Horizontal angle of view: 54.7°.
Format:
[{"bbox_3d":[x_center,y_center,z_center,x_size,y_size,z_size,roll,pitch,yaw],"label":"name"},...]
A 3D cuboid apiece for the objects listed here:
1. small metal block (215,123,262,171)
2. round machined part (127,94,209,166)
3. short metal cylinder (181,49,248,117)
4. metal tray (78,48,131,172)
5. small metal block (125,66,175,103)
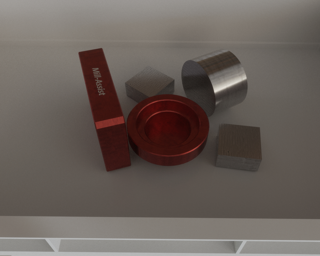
[{"bbox_3d":[0.097,0.023,0.385,0.050,0.025,0.050,6,50,7],"label":"small metal block"},{"bbox_3d":[0.009,0.007,0.385,0.099,0.042,0.098,0,50,0],"label":"round machined part"},{"bbox_3d":[0.072,-0.061,0.419,0.050,0.080,0.080,-23,54,-18],"label":"short metal cylinder"},{"bbox_3d":[-0.068,-0.024,0.380,0.030,0.089,0.130,-13,51,-11],"label":"metal tray"},{"bbox_3d":[-0.014,-0.059,0.452,0.050,0.025,0.050,32,57,25],"label":"small metal block"}]
